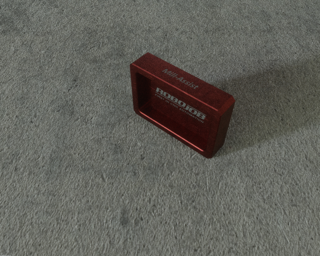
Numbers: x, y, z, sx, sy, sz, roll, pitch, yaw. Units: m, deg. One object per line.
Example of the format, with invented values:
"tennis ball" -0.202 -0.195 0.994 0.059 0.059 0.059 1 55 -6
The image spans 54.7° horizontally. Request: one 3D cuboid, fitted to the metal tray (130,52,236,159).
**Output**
"metal tray" 0.023 -0.028 0.386 0.130 0.089 0.030 32 57 24
